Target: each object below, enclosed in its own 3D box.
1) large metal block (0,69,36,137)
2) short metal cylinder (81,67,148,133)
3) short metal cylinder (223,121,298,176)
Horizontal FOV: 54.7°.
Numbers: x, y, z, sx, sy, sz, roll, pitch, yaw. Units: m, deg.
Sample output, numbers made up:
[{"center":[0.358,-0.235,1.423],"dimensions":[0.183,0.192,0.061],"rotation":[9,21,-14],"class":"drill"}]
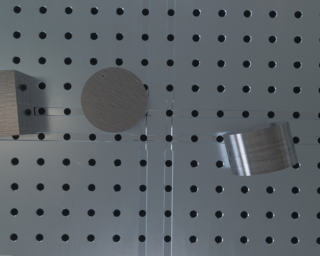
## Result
[{"center":[-0.213,-0.028,0.399],"dimensions":[0.081,0.050,0.079],"rotation":[-5,90,0],"class":"large metal block"},{"center":[-0.056,-0.034,0.400],"dimensions":[0.081,0.050,0.079],"rotation":[0,90,0],"class":"short metal cylinder"},{"center":[0.124,0.024,0.387],"dimensions":[0.080,0.080,0.050],"rotation":[-13,90,0],"class":"short metal cylinder"}]
